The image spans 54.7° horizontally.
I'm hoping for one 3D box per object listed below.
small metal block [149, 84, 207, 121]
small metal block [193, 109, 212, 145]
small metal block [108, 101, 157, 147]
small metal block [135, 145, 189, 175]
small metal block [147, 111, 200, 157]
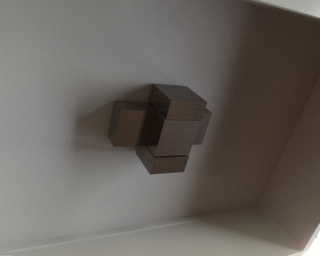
[{"bbox_3d":[0.021,-0.032,0.381,0.050,0.050,0.025,0,118,-29],"label":"small metal block"},{"bbox_3d":[0.037,-0.004,0.424,0.050,0.025,0.050,0,118,-29],"label":"small metal block"},{"bbox_3d":[-0.033,-0.005,0.385,0.050,0.025,0.050,1,118,-29],"label":"small metal block"},{"bbox_3d":[0.002,0.035,0.411,0.050,0.050,0.025,0,118,-29],"label":"small metal block"},{"bbox_3d":[0.016,0.007,0.386,0.050,0.025,0.050,0,118,-29],"label":"small metal block"}]
